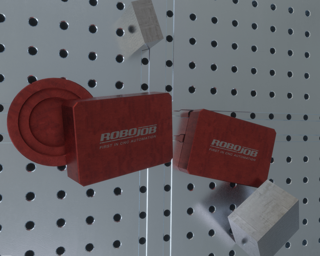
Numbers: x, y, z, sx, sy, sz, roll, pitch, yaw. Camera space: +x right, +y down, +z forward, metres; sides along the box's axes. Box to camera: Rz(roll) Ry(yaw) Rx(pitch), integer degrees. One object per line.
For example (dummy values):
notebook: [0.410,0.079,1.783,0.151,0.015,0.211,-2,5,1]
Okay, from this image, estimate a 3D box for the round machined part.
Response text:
round machined part: [-0.121,-0.007,0.359,0.099,0.042,0.097,0,90,-20]

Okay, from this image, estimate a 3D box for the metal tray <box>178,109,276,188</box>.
metal tray: [0.099,0.031,0.446,0.131,0.030,0.090,14,85,-20]

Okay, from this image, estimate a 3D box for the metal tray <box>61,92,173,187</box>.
metal tray: [-0.044,0.007,0.364,0.131,0.030,0.089,-11,105,-38]

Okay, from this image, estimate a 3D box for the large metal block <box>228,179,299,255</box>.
large metal block: [0.148,0.134,0.436,0.080,0.050,0.080,-38,133,-16]

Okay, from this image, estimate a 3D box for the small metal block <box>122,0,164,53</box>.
small metal block: [-0.023,-0.128,0.390,0.025,0.050,0.050,-21,97,-19]
